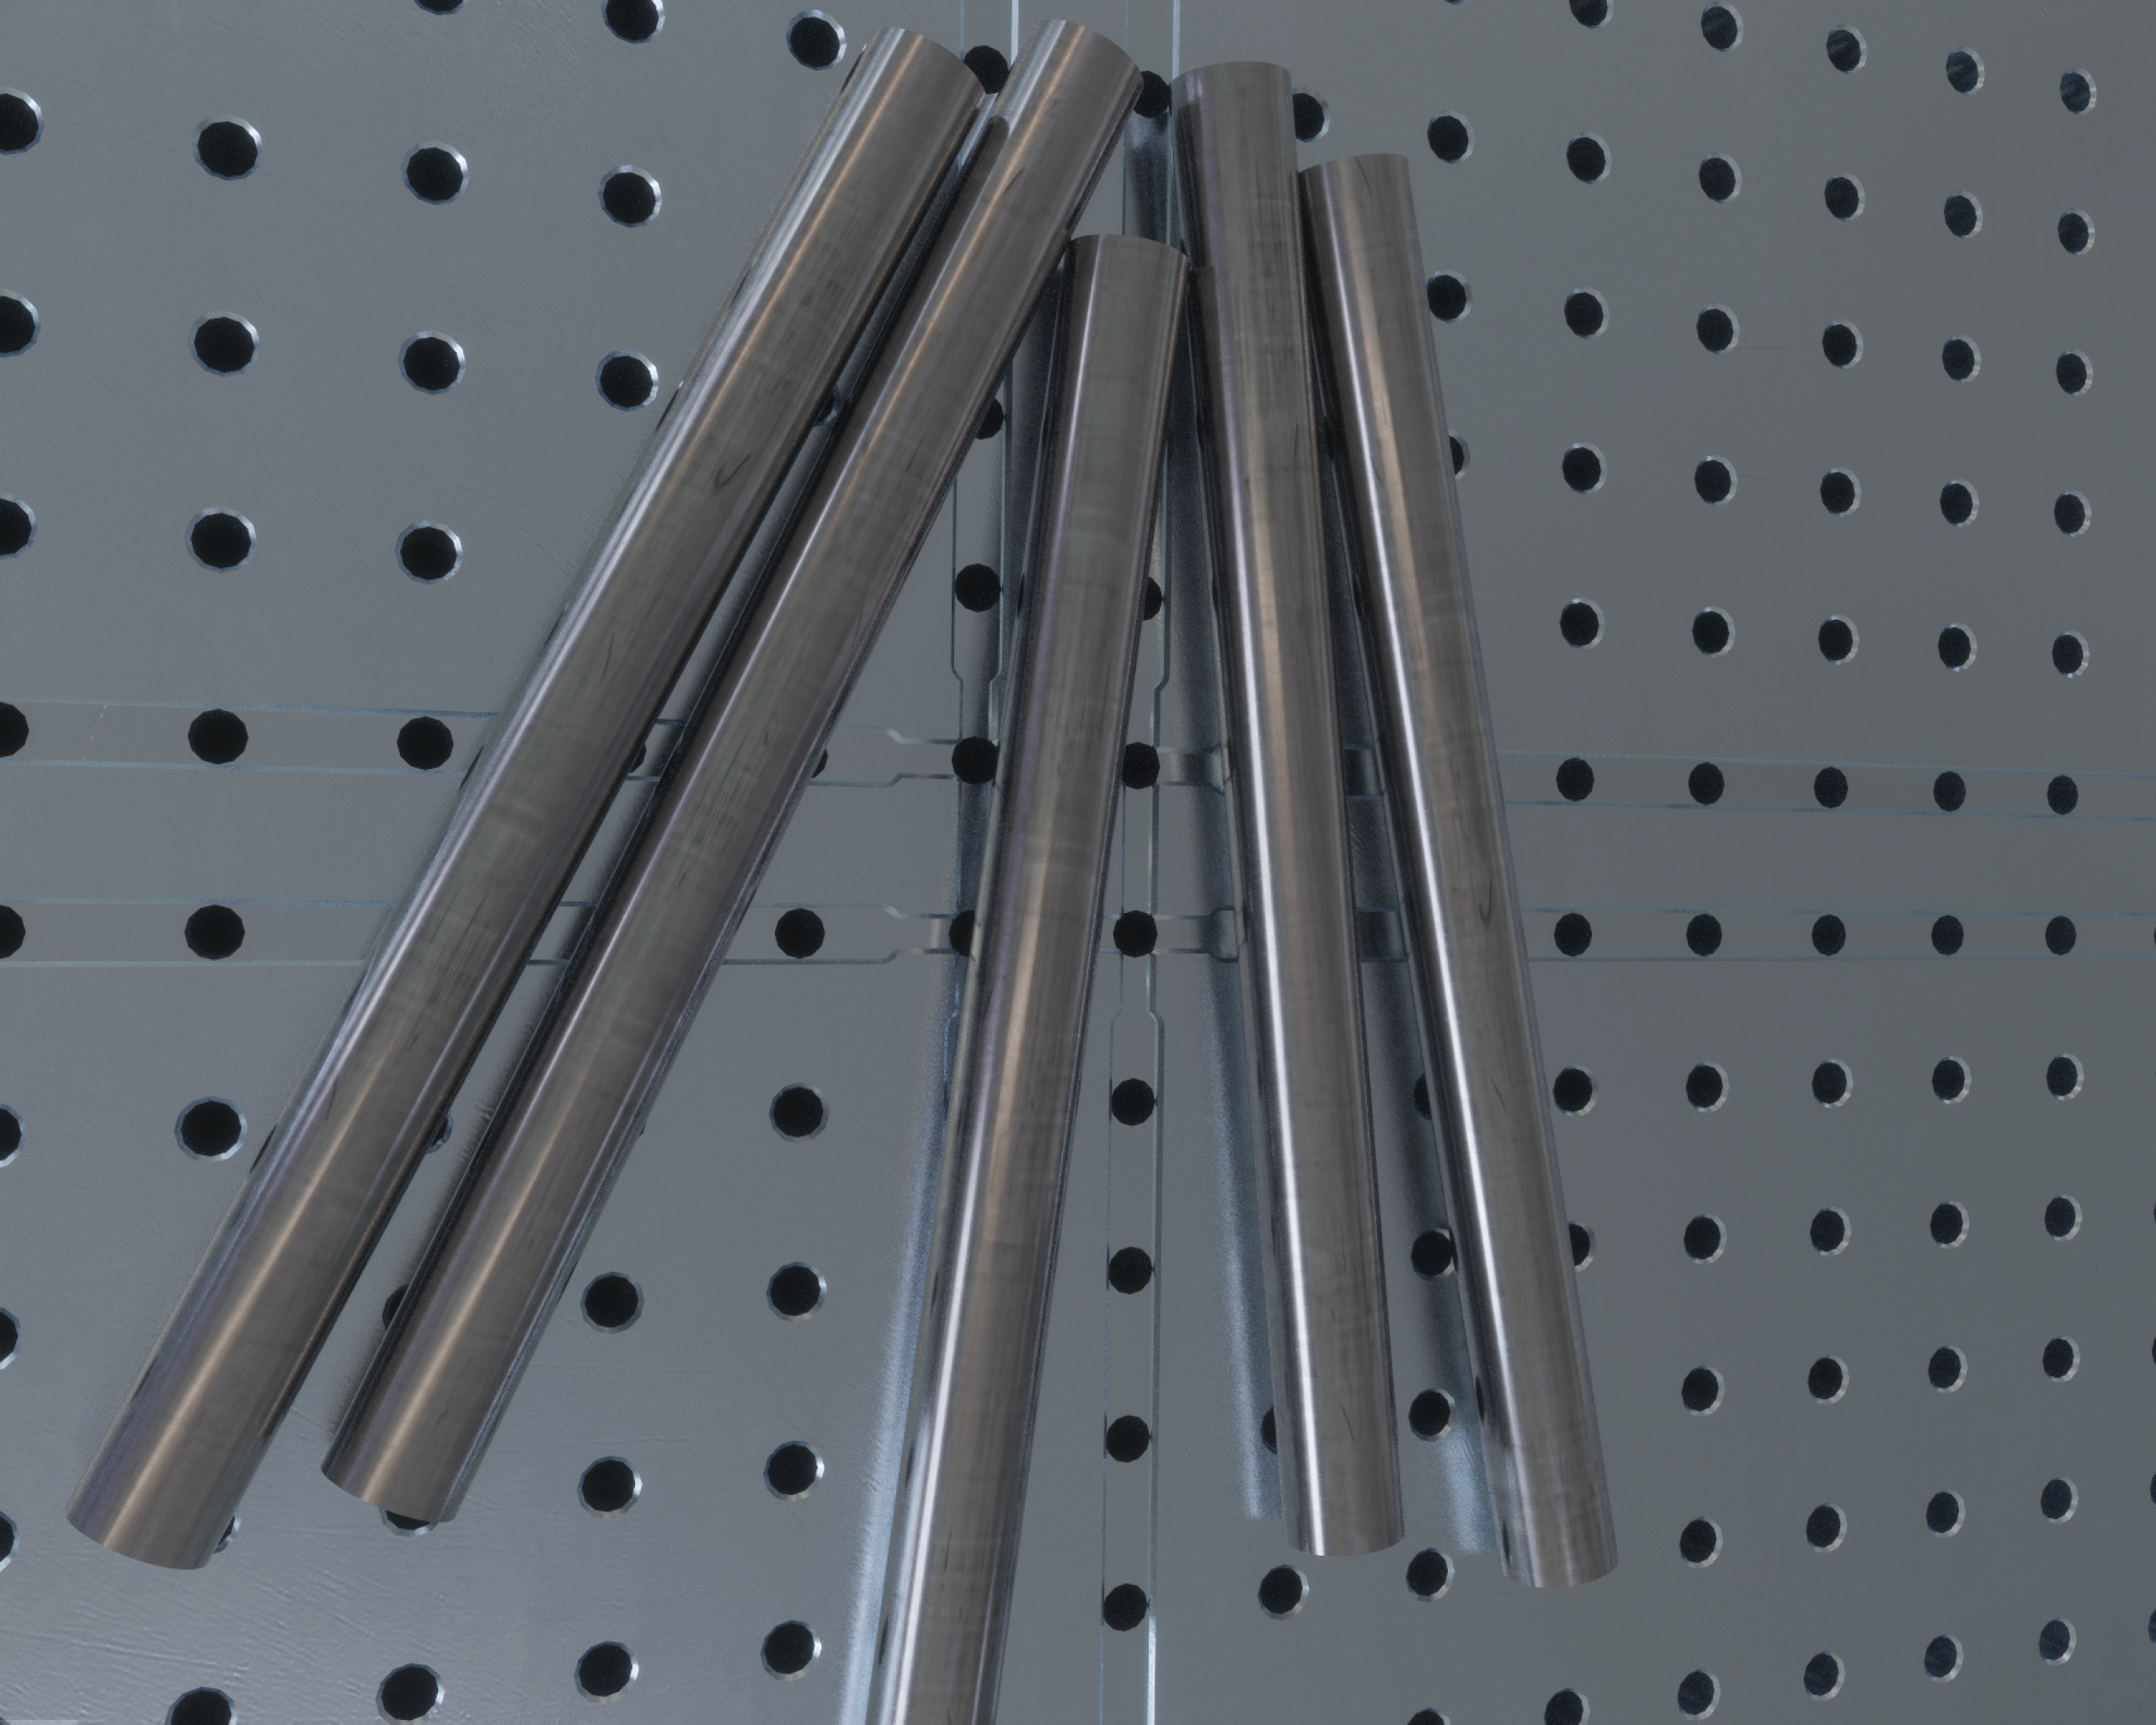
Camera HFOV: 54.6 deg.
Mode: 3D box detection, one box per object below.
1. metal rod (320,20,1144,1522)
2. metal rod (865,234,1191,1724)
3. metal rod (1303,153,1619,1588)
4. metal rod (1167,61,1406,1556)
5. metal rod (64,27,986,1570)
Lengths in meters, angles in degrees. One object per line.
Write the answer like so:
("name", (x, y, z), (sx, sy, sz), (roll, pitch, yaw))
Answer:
("metal rod", (-0.060, -0.024, 0.391), (0.025, 0.025, 0.299), (27, 81, -18))
("metal rod", (-0.010, 0.027, 0.409), (0.025, 0.025, 0.299), (9, 87, -20))
("metal rod", (0.080, 0.004, 0.441), (0.025, 0.025, 0.298), (-11, 94, -20))
("metal rod", (0.043, -0.009, 0.428), (0.025, 0.025, 0.298), (-5, 92, -20))
("metal rod", (-0.094, -0.019, 0.377), (0.025, 0.025, 0.299), (29, 80, -18))
